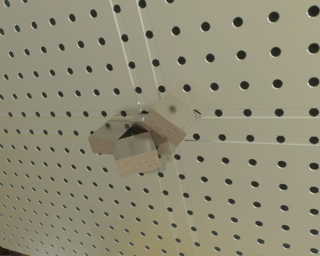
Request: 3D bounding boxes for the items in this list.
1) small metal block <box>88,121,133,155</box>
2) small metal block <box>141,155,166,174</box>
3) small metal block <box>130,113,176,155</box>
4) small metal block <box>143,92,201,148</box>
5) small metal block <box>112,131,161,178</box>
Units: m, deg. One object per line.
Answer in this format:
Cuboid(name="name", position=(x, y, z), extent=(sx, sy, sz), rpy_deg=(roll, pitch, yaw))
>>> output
Cuboid(name="small metal block", position=(-0.064, 0.013, 0.437), extent=(0.050, 0.050, 0.025), rpy_deg=(2, 120, 28))
Cuboid(name="small metal block", position=(-0.025, 0.048, 0.435), extent=(0.050, 0.050, 0.025), rpy_deg=(2, 88, 28))
Cuboid(name="small metal block", position=(-0.007, 0.008, 0.420), extent=(0.050, 0.025, 0.050), rpy_deg=(1, 119, 27))
Cuboid(name="small metal block", position=(0.015, -0.012, 0.380), extent=(0.050, 0.050, 0.025), rpy_deg=(37, 128, 3))
Cuboid(name="small metal block", position=(-0.031, 0.032, 0.386), extent=(0.050, 0.050, 0.025), rpy_deg=(-15, 117, -6))
